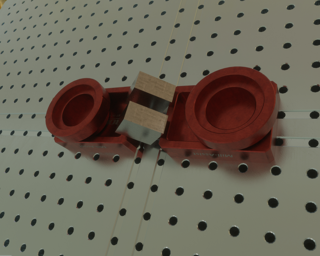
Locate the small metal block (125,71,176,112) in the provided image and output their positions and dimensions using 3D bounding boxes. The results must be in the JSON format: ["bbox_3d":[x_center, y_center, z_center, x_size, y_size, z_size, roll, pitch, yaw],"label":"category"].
[{"bbox_3d":[-0.013,-0.044,0.408,0.050,0.050,0.025,136,151,-62],"label":"small metal block"}]

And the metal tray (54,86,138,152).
[{"bbox_3d":[-0.087,-0.013,0.461,0.130,0.030,0.090,0,63,28],"label":"metal tray"}]

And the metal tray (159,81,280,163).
[{"bbox_3d":[0.071,-0.009,0.374,0.130,0.030,0.090,1,62,28],"label":"metal tray"}]

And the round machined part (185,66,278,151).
[{"bbox_3d":[0.081,-0.018,0.350,0.098,0.042,0.098,-13,56,21],"label":"round machined part"}]

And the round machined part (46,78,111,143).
[{"bbox_3d":[-0.114,-0.022,0.455,0.098,0.042,0.098,-13,56,21],"label":"round machined part"}]

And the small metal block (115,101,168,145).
[{"bbox_3d":[-0.024,-0.005,0.389,0.050,0.050,0.025,136,151,-62],"label":"small metal block"}]
